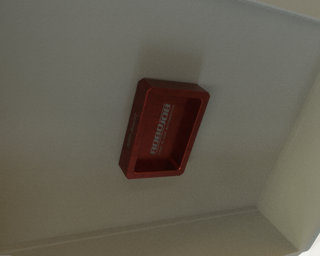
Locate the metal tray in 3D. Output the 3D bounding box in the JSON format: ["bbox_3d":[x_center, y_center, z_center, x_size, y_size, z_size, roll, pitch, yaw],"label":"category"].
[{"bbox_3d":[0.004,0.004,0.408,0.091,0.030,0.129,1,118,-30],"label":"metal tray"}]
